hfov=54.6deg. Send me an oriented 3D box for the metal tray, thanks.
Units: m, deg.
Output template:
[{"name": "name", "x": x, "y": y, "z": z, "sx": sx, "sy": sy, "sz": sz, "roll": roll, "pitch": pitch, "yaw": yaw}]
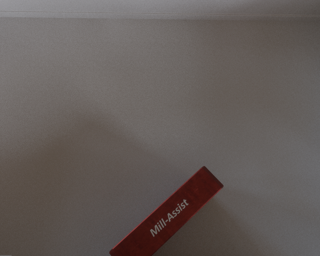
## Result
[{"name": "metal tray", "x": 0.008, "y": 0.105, "z": 0.350, "sx": 0.130, "sy": 0.090, "sz": 0.030, "roll": -39, "pitch": 75, "yaw": -16}]
